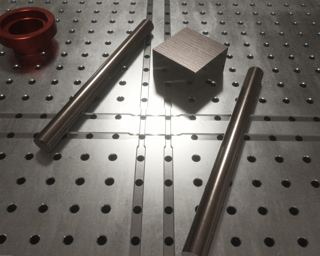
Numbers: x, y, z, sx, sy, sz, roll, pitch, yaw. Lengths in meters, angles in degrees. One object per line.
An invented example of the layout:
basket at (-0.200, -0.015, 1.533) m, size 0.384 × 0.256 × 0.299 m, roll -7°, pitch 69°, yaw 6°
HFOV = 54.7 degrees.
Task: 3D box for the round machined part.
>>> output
round machined part at (-0.226, -0.163, 0.531) m, size 0.099 × 0.042 × 0.098 m, roll 0°, pitch 50°, yaw 0°

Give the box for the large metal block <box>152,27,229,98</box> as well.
large metal block at (0.046, -0.103, 0.479) m, size 0.080 × 0.050 × 0.080 m, roll 34°, pitch 58°, yaw 25°

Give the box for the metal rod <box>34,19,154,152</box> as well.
metal rod at (-0.085, -0.083, 0.475) m, size 0.025 × 0.025 × 0.301 m, roll 20°, pitch 52°, yaw 15°

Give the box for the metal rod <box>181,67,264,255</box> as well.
metal rod at (0.090, 0.021, 0.391) m, size 0.025 × 0.025 × 0.301 m, roll 18°, pitch 52°, yaw 14°
